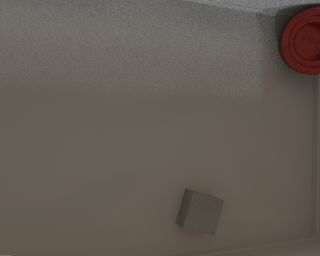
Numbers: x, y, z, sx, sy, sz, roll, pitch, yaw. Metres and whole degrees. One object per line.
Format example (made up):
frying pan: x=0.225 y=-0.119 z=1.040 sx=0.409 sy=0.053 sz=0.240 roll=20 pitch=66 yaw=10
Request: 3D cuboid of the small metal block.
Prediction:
small metal block: x=0.056 y=0.117 z=0.433 sx=0.050 sy=0.025 sz=0.050 roll=19 pitch=84 yaw=-20

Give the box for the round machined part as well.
round machined part: x=0.232 y=-0.132 z=0.474 sx=0.099 sy=0.042 sz=0.097 roll=2 pitch=103 yaw=8
